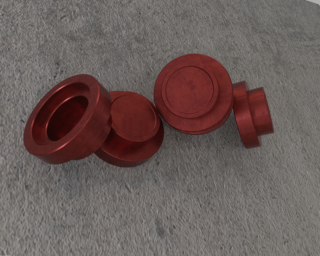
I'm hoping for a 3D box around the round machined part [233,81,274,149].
[{"bbox_3d":[0.135,-0.021,0.445,0.098,0.042,0.097,-14,90,-69],"label":"round machined part"}]

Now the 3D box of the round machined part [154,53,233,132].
[{"bbox_3d":[0.039,-0.044,0.380,0.098,0.098,0.042,55,10,10],"label":"round machined part"}]

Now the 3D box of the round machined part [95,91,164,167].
[{"bbox_3d":[-0.039,-0.005,0.375,0.099,0.042,0.098,14,56,-21],"label":"round machined part"}]

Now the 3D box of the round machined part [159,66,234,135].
[{"bbox_3d":[0.050,-0.039,0.421,0.098,0.098,0.042,55,10,10],"label":"round machined part"}]

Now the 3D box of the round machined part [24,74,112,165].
[{"bbox_3d":[-0.090,-0.005,0.324,0.042,0.098,0.098,47,39,-44],"label":"round machined part"}]
